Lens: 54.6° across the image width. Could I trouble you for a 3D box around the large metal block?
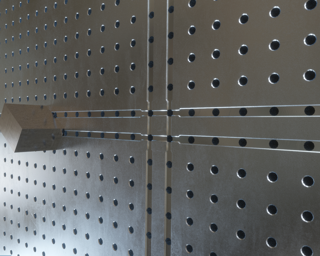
[{"bbox_3d":[-0.237,-0.001,0.572,0.080,0.081,0.050,42,116,32],"label":"large metal block"}]
